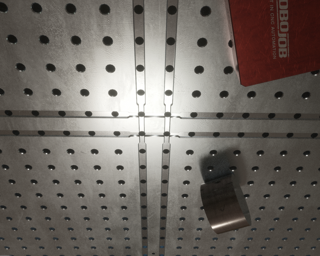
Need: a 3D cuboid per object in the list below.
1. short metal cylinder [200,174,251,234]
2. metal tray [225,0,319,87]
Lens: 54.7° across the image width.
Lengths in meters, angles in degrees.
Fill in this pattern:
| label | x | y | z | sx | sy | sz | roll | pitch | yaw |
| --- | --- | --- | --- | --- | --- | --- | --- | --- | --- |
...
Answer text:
| label | x | y | z | sx | sy | sz | roll | pitch | yaw |
| --- | --- | --- | --- | --- | --- | --- | --- | --- | --- |
| short metal cylinder | 0.102 | 0.117 | 0.477 | 0.050 | 0.080 | 0.080 | -22 | 127 | 17 |
| metal tray | 0.117 | -0.111 | 0.315 | 0.090 | 0.030 | 0.129 | -13 | 129 | 10 |
